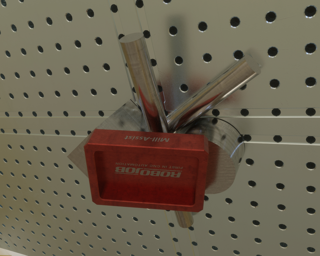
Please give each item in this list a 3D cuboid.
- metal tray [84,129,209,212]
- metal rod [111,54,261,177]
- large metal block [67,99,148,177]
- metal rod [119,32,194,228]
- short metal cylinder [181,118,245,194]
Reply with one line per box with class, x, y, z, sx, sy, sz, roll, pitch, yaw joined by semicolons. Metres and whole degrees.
metal tray;-0.014;0.050;0.353;0.131;0.030;0.089;3;122;5
metal rod;0.004;0.006;0.412;0.025;0.025;0.299;47;129;-6
large metal block;-0.065;0.018;0.418;0.050;0.080;0.080;47;129;-5
metal rod;0.006;0.027;0.394;0.025;0.025;0.298;4;130;26
short metal cylinder;0.059;0.034;0.383;0.080;0.050;0.079;13;124;20
